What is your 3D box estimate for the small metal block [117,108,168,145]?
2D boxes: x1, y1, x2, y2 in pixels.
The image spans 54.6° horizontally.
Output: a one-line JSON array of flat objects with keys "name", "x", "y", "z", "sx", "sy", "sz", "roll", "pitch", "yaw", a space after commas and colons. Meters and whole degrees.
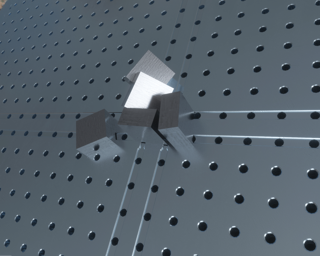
[{"name": "small metal block", "x": -0.018, "y": -0.002, "z": 0.404, "sx": 0.050, "sy": 0.050, "sz": 0.025, "roll": 4, "pitch": 65, "yaw": 30}]

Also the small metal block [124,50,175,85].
[{"name": "small metal block", "x": -0.016, "y": -0.074, "z": 0.444, "sx": 0.050, "sy": 0.050, "sz": 0.025, "roll": -52, "pitch": 12, "yaw": -9}]

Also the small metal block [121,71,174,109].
[{"name": "small metal block", "x": -0.017, "y": -0.042, "z": 0.418, "sx": 0.050, "sy": 0.050, "sz": 0.025, "roll": -65, "pitch": 17, "yaw": -2}]

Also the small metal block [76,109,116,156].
[{"name": "small metal block", "x": -0.095, "y": 0.007, "z": 0.455, "sx": 0.050, "sy": 0.025, "sz": 0.050, "roll": -22, "pitch": 53, "yaw": 15}]

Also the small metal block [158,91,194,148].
[{"name": "small metal block", "x": 0.022, "y": -0.010, "z": 0.388, "sx": 0.025, "sy": 0.050, "sz": 0.050, "roll": -9, "pitch": 58, "yaw": 24}]
